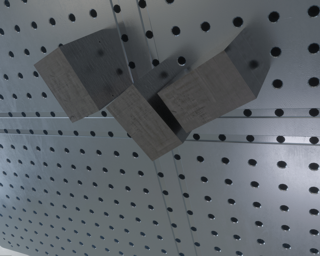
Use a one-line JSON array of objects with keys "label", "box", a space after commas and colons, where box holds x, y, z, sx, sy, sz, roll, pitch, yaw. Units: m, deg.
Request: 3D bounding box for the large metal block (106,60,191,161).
[{"label": "large metal block", "box": [-0.001, -0.022, 0.363, 0.050, 0.080, 0.080, -34, 99, 38]}]

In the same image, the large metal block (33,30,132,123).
[{"label": "large metal block", "box": [-0.090, -0.065, 0.384, 0.050, 0.080, 0.080, -19, 108, 35]}]

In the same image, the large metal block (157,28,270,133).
[{"label": "large metal block", "box": [0.057, -0.049, 0.316, 0.080, 0.080, 0.050, -29, 103, 37]}]
